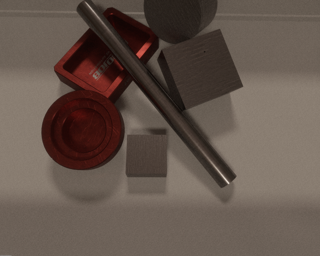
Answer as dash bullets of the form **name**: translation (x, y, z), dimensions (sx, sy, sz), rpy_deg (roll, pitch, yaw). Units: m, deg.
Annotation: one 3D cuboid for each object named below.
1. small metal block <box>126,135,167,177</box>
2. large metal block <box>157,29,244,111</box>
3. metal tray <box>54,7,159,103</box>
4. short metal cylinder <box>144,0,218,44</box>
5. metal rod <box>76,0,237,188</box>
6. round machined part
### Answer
- **small metal block**: translation (-0.017, 0.036, 0.396), dimensions (0.050, 0.025, 0.050), rpy_deg (0, 70, -1)
- **large metal block**: translation (0.051, -0.074, 0.412), dimensions (0.080, 0.050, 0.080), rpy_deg (-22, 90, -8)
- **metal tray**: translation (-0.073, -0.102, 0.443), dimensions (0.090, 0.030, 0.130), rpy_deg (32, 73, 10)
- **short metal cylinder**: translation (0.027, -0.155, 0.398), dimensions (0.080, 0.079, 0.050), rpy_deg (33, 47, 11)
- **metal rod**: translation (-0.008, -0.048, 0.402), dimensions (0.025, 0.025, 0.300), rpy_deg (-38, 84, -13)
- **round machined part**: translation (-0.093, 0.005, 0.391), dimensions (0.099, 0.042, 0.097), rpy_deg (-1, 81, 5)
